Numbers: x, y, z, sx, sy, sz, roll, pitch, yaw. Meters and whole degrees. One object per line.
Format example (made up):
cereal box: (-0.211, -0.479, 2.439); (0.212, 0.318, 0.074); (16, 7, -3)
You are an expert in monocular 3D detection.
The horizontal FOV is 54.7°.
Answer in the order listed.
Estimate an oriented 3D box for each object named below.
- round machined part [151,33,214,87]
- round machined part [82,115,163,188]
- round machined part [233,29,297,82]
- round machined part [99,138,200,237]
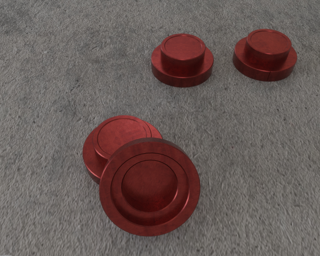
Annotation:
round machined part: (0.035, -0.112, 0.486); (0.099, 0.042, 0.098); (0, 50, 0)
round machined part: (-0.044, 0.023, 0.373); (0.099, 0.042, 0.098); (0, 50, 0)
round machined part: (0.170, -0.122, 0.496); (0.099, 0.042, 0.098); (0, 50, 0)
round machined part: (-0.011, 0.057, 0.321); (0.099, 0.097, 0.042); (-5, 11, -4)
